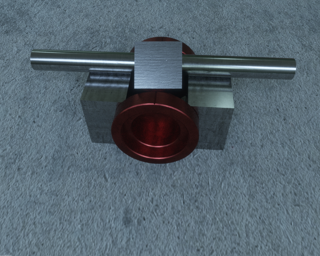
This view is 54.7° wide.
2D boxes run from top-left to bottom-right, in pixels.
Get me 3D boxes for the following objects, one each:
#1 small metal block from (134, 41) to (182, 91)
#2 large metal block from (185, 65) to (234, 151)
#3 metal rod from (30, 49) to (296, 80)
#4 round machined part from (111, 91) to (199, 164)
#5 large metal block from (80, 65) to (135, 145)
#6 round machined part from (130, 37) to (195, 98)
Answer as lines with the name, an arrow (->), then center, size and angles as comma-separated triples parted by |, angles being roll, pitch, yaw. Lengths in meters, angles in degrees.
small metal block -> -0.001, -0.067, 0.339 | 0.050, 0.025, 0.050 | 0, 90, 2
large metal block -> 0.058, -0.028, 0.393 | 0.050, 0.080, 0.080 | 3, 50, 2
metal rod -> 0.002, -0.075, 0.364 | 0.302, 0.025, 0.025 | 2, 50, 2
round machined part -> -0.004, -0.005, 0.361 | 0.099, 0.097, 0.042 | 4, 45, 3
large metal block -> -0.060, -0.035, 0.398 | 0.050, 0.080, 0.080 | 3, 50, 3
round machined part -> 0.002, -0.069, 0.415 | 0.099, 0.097, 0.042 | 3, 51, 2
